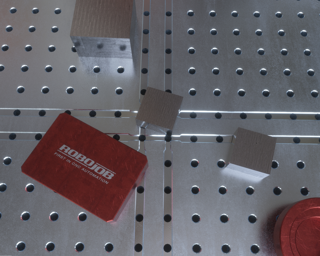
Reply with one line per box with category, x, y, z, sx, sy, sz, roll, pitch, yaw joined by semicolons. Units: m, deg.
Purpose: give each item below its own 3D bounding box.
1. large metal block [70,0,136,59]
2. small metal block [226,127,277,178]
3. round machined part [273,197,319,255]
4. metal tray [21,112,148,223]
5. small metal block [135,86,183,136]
large metal block;-0.079;-0.151;0.453;0.081;0.050;0.080;3;70;0
small metal block;0.118;0.032;0.401;0.050;0.025;0.050;16;71;5
round machined part;0.180;0.132;0.357;0.099;0.042;0.098;0;70;-1
metal tray;-0.092;0.048;0.390;0.130;0.030;0.090;28;72;9
small metal block;0.000;-0.023;0.420;0.050;0.025;0.050;17;71;6
